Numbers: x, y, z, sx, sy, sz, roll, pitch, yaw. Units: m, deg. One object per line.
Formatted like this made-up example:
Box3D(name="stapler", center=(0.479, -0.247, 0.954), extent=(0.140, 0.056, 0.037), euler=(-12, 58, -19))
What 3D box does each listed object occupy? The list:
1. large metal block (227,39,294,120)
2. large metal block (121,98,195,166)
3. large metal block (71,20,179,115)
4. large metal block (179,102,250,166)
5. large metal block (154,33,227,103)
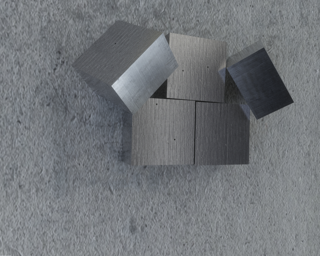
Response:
Box3D(name="large metal block", center=(0.136, -0.069, 0.426), extent=(0.050, 0.080, 0.080), euler=(-28, 103, 23))
Box3D(name="large metal block", center=(-0.003, 0.005, 0.396), extent=(0.081, 0.050, 0.079), euler=(1, 90, -21))
Box3D(name="large metal block", center=(-0.040, -0.073, 0.359), extent=(0.080, 0.080, 0.050), euler=(-49, 140, -14))
Box3D(name="large metal block", center=(0.073, 0.008, 0.423), extent=(0.081, 0.050, 0.079), euler=(1, 90, -21))
Box3D(name="large metal block", center=(0.039, -0.075, 0.413), extent=(0.081, 0.050, 0.079), euler=(3, 89, -20))
